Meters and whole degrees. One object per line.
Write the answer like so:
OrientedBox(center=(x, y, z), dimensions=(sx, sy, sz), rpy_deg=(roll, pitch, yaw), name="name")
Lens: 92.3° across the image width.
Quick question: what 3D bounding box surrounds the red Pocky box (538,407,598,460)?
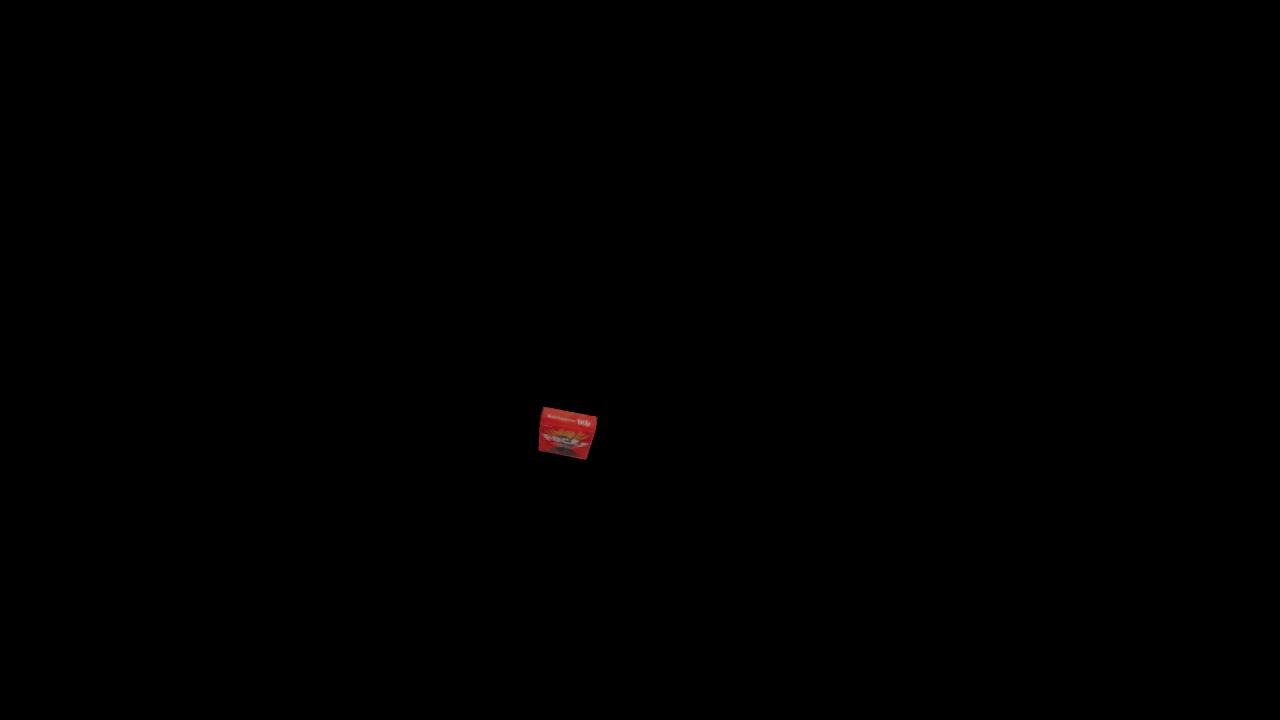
OrientedBox(center=(-0.114, 0.116, 0.949), dimensions=(0.083, 0.028, 0.155), rpy_deg=(12, -26, -4), name="red Pocky box")
